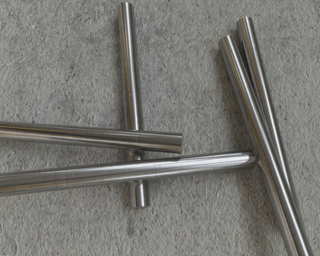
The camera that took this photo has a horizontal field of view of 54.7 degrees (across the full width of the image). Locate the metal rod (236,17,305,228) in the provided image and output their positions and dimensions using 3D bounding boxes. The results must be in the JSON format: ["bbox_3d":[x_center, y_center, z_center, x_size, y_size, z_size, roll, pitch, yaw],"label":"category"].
[{"bbox_3d":[0.142,-0.019,0.415,0.025,0.025,0.299,-5,70,-2],"label":"metal rod"}]

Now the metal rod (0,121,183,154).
[{"bbox_3d":[-0.123,0.009,0.387,0.301,0.025,0.025,4,70,8],"label":"metal rod"}]

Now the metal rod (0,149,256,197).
[{"bbox_3d":[-0.031,0.050,0.360,0.302,0.025,0.025,-4,70,-13],"label":"metal rod"}]

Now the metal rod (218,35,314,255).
[{"bbox_3d":[0.124,0.005,0.391,0.025,0.025,0.299,-9,64,-4],"label":"metal rod"}]

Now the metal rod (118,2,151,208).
[{"bbox_3d":[-0.038,-0.044,0.423,0.025,0.025,0.299,-5,70,-2],"label":"metal rod"}]
